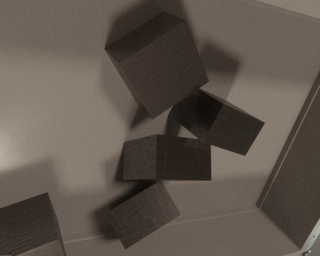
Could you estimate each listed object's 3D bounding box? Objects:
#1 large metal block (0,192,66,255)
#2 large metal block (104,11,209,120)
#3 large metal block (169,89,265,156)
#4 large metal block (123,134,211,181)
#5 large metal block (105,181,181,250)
[{"bbox_3d":[-0.162,0.133,0.368,0.081,0.080,0.050,-17,126,-19],"label":"large metal block"},{"bbox_3d":[-0.002,-0.070,0.349,0.080,0.050,0.080,-34,129,-6],"label":"large metal block"},{"bbox_3d":[0.073,-0.012,0.406,0.081,0.080,0.050,18,105,-36],"label":"large metal block"},{"bbox_3d":[0.008,0.042,0.396,0.081,0.080,0.050,8,77,-32],"label":"large metal block"},{"bbox_3d":[-0.023,0.116,0.427,0.080,0.050,0.080,-30,171,-10],"label":"large metal block"}]
